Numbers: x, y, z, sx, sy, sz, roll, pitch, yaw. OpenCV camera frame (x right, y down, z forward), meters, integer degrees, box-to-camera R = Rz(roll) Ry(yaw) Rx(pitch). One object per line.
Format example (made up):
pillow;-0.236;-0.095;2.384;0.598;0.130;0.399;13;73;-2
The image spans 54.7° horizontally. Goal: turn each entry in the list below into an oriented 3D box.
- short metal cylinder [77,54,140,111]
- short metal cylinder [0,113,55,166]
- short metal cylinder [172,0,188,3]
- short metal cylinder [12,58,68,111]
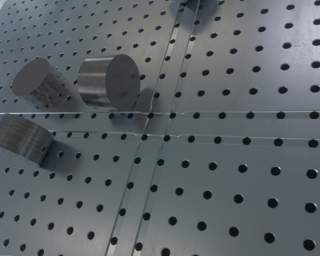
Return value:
short metal cylinder;-0.072;-0.066;0.452;0.050;0.080;0.080;6;65;31
short metal cylinder;-0.210;0.019;0.472;0.080;0.080;0.050;8;66;32
short metal cylinder;0.031;-0.257;0.514;0.080;0.080;0.050;32;80;38
short metal cylinder;-0.212;-0.077;0.551;0.080;0.050;0.080;-13;56;21
